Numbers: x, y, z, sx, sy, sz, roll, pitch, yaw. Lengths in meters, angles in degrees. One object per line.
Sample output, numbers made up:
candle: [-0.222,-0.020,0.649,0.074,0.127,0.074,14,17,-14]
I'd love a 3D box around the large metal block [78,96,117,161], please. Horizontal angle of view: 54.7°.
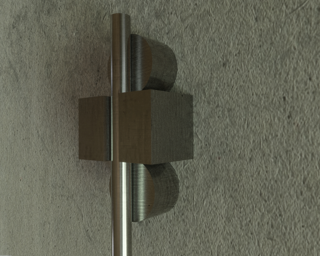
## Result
large metal block: [-0.062,0.001,0.421,0.050,0.081,0.080,-1,89,40]

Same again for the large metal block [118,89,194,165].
large metal block: [-0.003,-0.001,0.373,0.050,0.081,0.080,-1,89,40]

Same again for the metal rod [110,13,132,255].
metal rod: [-0.048,0.012,0.380,0.025,0.025,0.298,-1,89,40]

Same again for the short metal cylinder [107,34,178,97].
short metal cylinder: [-0.024,-0.078,0.409,0.080,0.050,0.080,0,89,40]

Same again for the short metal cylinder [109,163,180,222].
short metal cylinder: [-0.021,0.078,0.408,0.080,0.050,0.080,0,89,40]
